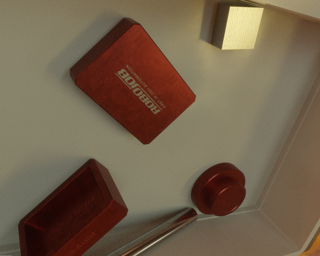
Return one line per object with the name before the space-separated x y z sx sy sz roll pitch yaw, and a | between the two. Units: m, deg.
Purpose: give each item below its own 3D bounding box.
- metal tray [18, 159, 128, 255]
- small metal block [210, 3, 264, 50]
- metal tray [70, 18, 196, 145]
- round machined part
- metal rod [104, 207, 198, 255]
metal tray | -0.109 0.109 0.375 0.130 0.090 0.030 -41 130 0
small metal block | 0.095 -0.126 0.384 0.050 0.025 0.050 -8 122 -25
metal tray | -0.026 -0.049 0.362 0.090 0.030 0.130 -44 130 2
round machined part | 0.106 0.111 0.527 0.099 0.042 0.097 -14 125 -21
metal rod | -0.047 0.174 0.427 0.302 0.025 0.025 -13 127 -46
